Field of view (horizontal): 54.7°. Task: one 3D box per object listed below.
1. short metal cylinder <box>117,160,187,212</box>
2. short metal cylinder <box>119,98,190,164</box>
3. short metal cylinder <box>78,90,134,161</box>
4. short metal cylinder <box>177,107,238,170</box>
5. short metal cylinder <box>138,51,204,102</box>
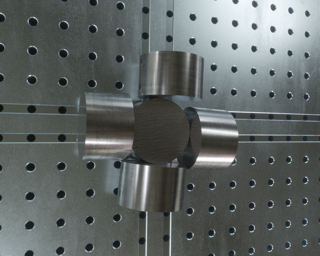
[{"bbox_3d":[-0.010,0.068,0.378,0.081,0.080,0.050,6,88,-20],"label":"short metal cylinder"},{"bbox_3d":[-0.009,0.004,0.396,0.081,0.050,0.080,0,90,-21],"label":"short metal cylinder"},{"bbox_3d":[-0.065,-0.002,0.359,0.050,0.080,0.080,2,90,-21],"label":"short metal cylinder"},{"bbox_3d":[0.058,0.014,0.405,0.050,0.080,0.080,4,89,-20],"label":"short metal cylinder"},{"bbox_3d":[0.014,-0.061,0.388,0.081,0.080,0.050,3,89,-20],"label":"short metal cylinder"}]
